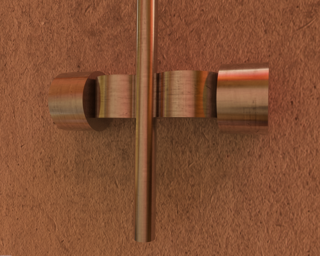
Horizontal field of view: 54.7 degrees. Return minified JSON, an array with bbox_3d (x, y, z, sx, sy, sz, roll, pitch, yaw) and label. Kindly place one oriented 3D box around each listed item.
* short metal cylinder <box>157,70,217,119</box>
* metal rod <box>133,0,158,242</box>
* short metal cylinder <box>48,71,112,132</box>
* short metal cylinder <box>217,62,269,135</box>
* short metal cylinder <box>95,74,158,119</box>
[{"bbox_3d":[0.033,-0.037,0.369,0.080,0.080,0.050,1,91,20],"label":"short metal cylinder"},{"bbox_3d":[-0.016,-0.024,0.350,0.025,0.025,0.298,1,90,20],"label":"metal rod"},{"bbox_3d":[-0.103,-0.036,0.417,0.050,0.080,0.080,1,90,20],"label":"short metal cylinder"},{"bbox_3d":[0.096,-0.032,0.347,0.050,0.080,0.080,1,90,20],"label":"short metal cylinder"},{"bbox_3d":[-0.042,-0.037,0.396,0.080,0.080,0.050,1,91,20],"label":"short metal cylinder"}]
